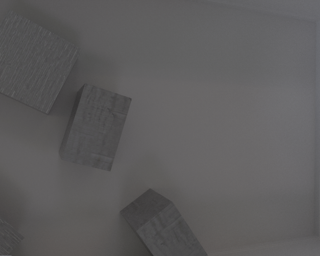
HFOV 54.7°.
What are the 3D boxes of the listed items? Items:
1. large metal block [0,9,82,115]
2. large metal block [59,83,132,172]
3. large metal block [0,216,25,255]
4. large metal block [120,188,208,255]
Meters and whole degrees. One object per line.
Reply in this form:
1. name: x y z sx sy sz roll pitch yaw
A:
1. large metal block: -0.144 -0.068 0.344 0.080 0.050 0.080 27 81 -18
2. large metal block: -0.077 0.000 0.353 0.050 0.080 0.080 18 84 -19
3. large metal block: -0.202 0.115 0.311 0.080 0.050 0.080 50 56 -14
4. large metal block: 0.002 0.129 0.382 0.050 0.080 0.080 -36 102 -16
